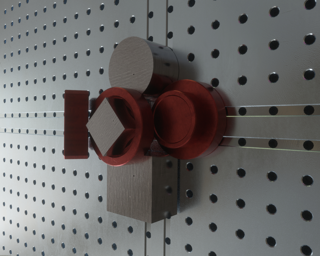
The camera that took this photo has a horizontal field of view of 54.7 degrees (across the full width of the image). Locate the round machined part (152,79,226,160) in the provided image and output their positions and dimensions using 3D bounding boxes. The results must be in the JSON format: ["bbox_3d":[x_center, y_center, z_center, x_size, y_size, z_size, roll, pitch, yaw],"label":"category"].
[{"bbox_3d":[0.026,-0.010,0.375,0.098,0.042,0.097,0,90,40],"label":"round machined part"}]

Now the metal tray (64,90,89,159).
[{"bbox_3d":[-0.122,-0.006,0.460,0.130,0.030,0.089,-175,86,-77],"label":"metal tray"}]

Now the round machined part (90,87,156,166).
[{"bbox_3d":[-0.044,-0.002,0.397,0.098,0.042,0.097,0,90,40],"label":"round machined part"}]

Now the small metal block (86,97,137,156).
[{"bbox_3d":[-0.058,-0.001,0.377,0.050,0.025,0.050,-49,61,29],"label":"small metal block"}]

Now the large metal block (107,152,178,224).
[{"bbox_3d":[-0.024,0.072,0.410,0.080,0.050,0.080,1,91,40],"label":"large metal block"}]

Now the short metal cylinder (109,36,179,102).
[{"bbox_3d":[-0.022,-0.076,0.411,0.080,0.050,0.080,0,90,40],"label":"short metal cylinder"}]
